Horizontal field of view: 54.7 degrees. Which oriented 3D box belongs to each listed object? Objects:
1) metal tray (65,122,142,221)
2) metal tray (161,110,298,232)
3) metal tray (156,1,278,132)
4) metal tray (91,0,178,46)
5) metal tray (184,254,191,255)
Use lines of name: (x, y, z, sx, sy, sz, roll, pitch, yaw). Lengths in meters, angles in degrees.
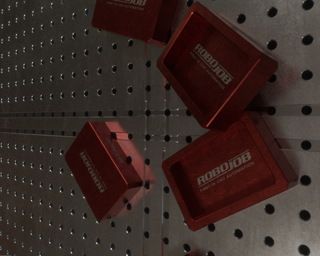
metal tray: (-0.092, 0.064, 0.479, 0.090, 0.030, 0.130, -51, 61, 27)
metal tray: (0.070, 0.050, 0.346, 0.130, 0.030, 0.090, -37, 67, 33)
metal tray: (0.053, -0.070, 0.338, 0.089, 0.030, 0.130, -55, 43, 25)
metal tray: (-0.037, -0.174, 0.435, 0.130, 0.030, 0.089, 26, 106, 36)
metal tray: (0.009, 0.231, 0.397, 0.129, 0.030, 0.090, -43, 64, 31)
